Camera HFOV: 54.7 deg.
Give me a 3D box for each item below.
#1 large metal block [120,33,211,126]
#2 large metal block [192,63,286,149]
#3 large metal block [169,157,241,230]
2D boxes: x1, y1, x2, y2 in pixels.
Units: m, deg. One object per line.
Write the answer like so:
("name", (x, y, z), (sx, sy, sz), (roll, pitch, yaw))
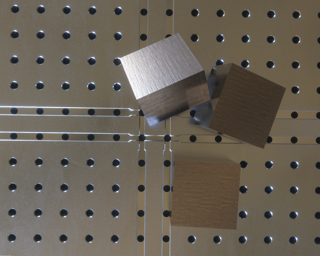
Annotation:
("large metal block", (0.005, -0.061, 0.381), (0.080, 0.050, 0.080), (-24, 50, 0))
("large metal block", (0.098, -0.027, 0.391), (0.080, 0.050, 0.080), (20, 90, -18))
("large metal block", (0.056, 0.082, 0.402), (0.081, 0.050, 0.079), (4, 90, -1))
